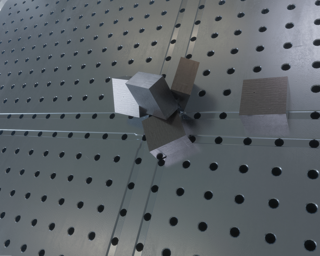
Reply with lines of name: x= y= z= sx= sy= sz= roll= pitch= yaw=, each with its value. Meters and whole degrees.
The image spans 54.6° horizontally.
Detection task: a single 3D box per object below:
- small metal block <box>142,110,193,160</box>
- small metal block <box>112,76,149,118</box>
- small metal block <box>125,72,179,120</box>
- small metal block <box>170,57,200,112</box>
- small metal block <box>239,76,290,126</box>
small metal block: x=0.009 y=0.005 z=0.401 sx=0.050 sy=0.025 sz=0.050 roll=-25 pitch=53 yaw=12
small metal block: x=-0.039 y=-0.045 z=0.437 sx=0.050 sy=0.050 sz=0.025 roll=13 pitch=23 yaw=39
small metal block: x=-0.010 y=-0.042 z=0.394 sx=0.025 sy=0.050 sz=0.050 roll=-46 pitch=38 yaw=-20
small metal block: x=0.029 y=-0.056 z=0.409 sx=0.025 sy=0.050 sz=0.050 roll=17 pitch=67 yaw=1
small metal block: x=0.123 y=-0.031 z=0.363 sx=0.050 sy=0.025 sz=0.050 roll=-1 pitch=61 yaw=28
